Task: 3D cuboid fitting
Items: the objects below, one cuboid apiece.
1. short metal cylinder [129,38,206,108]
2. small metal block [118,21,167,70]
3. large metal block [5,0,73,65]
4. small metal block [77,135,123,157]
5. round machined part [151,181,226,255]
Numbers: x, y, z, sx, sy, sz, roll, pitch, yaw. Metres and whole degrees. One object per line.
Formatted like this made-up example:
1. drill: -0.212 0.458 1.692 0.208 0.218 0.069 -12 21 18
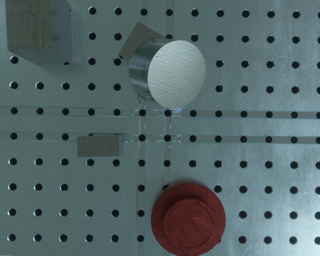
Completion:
1. short metal cylinder: 0.009 -0.069 0.383 0.081 0.050 0.079 -11 113 -28
2. small metal block: -0.020 -0.104 0.413 0.050 0.025 0.050 30 90 -1
3. large metal block: -0.146 -0.127 0.384 0.050 0.080 0.079 -3 90 0
4. small metal block: -0.075 0.022 0.400 0.050 0.050 0.025 -1 90 -1
5. round machined part: 0.037 0.121 0.406 0.099 0.042 0.097 0 90 -1
